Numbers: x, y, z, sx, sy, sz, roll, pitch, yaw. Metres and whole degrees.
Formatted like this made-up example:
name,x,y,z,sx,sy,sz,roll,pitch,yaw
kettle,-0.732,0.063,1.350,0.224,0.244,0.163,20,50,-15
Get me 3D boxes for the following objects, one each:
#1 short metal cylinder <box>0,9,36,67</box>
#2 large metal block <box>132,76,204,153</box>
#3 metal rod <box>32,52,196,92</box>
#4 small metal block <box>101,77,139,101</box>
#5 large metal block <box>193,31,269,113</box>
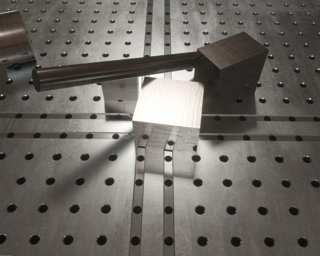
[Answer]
name,x,y,z,sx,sy,sz,roll,pitch,yaw
short metal cylinder,-0.234,-0.141,0.487,0.050,0.080,0.080,-18,53,-15
large metal block,0.013,-0.019,0.407,0.080,0.050,0.080,7,50,5
metal rod,-0.015,-0.084,0.420,0.302,0.025,0.025,-16,50,-36
small metal block,-0.057,-0.066,0.446,0.050,0.050,0.025,1,50,0
large metal block,0.096,-0.079,0.439,0.081,0.080,0.050,-24,54,-19
